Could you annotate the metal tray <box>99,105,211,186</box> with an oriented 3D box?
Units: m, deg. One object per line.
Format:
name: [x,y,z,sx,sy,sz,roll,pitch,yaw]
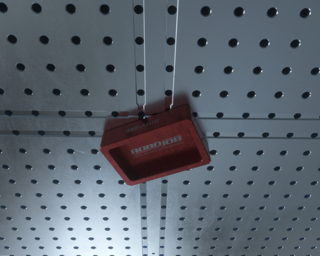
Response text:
metal tray: [-0.005,0.028,0.432,0.130,0.030,0.090,-18,128,14]
